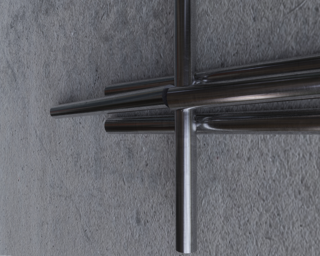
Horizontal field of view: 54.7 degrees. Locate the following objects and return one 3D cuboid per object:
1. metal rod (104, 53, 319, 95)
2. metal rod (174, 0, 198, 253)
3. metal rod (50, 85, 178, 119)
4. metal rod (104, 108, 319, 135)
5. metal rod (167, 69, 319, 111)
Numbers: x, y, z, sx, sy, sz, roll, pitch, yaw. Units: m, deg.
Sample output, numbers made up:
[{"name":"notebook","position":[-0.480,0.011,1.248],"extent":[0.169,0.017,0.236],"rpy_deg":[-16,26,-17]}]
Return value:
[{"name":"metal rod","position":[0.043,-0.055,0.369],"extent":[0.300,0.025,0.025],"rpy_deg":[-1,90,39]},{"name":"metal rod","position":[0.029,-0.013,0.348],"extent":[0.025,0.025,0.298],"rpy_deg":[-1,90,39]},{"name":"metal rod","position":[-0.087,-0.031,0.443],"extent":[0.300,0.025,0.025],"rpy_deg":[-2,89,49]},{"name":"metal rod","position":[0.043,-0.005,0.369],"extent":[0.300,0.025,0.025],"rpy_deg":[-1,90,39]},{"name":"metal rod","position":[0.144,-0.038,0.254],"extent":[0.300,0.025,0.025],"rpy_deg":[-3,88,29]}]
